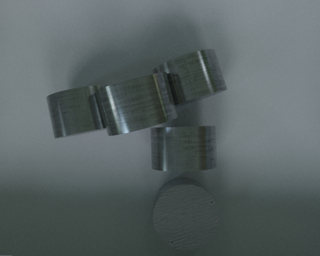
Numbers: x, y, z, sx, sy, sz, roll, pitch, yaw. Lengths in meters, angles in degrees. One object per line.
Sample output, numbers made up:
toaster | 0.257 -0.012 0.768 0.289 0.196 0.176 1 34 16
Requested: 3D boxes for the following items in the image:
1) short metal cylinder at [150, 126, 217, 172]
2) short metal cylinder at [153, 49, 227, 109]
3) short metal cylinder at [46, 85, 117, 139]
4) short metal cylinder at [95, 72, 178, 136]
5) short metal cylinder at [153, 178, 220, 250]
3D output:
short metal cylinder | 0.029 0.023 0.384 0.081 0.080 0.050 -2 90 0
short metal cylinder | 0.037 -0.059 0.384 0.080 0.080 0.050 -18 90 0
short metal cylinder | -0.094 -0.019 0.383 0.080 0.080 0.050 -11 90 0
short metal cylinder | -0.025 -0.027 0.342 0.080 0.080 0.050 -15 96 0
short metal cylinder | 0.032 0.108 0.399 0.081 0.050 0.080 0 90 0
